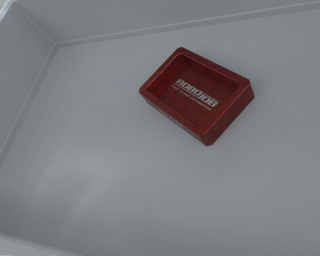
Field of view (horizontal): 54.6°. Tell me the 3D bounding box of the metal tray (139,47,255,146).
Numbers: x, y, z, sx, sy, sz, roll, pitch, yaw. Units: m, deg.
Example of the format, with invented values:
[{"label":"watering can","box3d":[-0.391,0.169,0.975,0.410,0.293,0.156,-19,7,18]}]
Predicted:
[{"label":"metal tray","box3d":[0.044,-0.046,0.408,0.090,0.030,0.130,-47,51,-5]}]
